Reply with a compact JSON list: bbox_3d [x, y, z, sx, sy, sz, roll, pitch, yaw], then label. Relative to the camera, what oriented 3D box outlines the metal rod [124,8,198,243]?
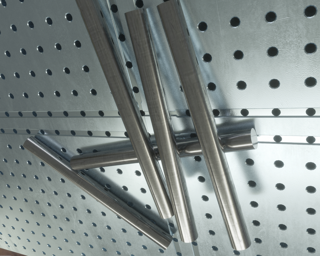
[{"bbox_3d":[0.006,0.009,0.384,0.025,0.025,0.298,-5,108,30],"label":"metal rod"}]

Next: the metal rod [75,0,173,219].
[{"bbox_3d":[-0.038,-0.018,0.395,0.025,0.025,0.298,-11,106,32],"label":"metal rod"}]

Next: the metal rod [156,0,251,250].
[{"bbox_3d":[0.055,0.007,0.356,0.025,0.025,0.298,-11,104,32],"label":"metal rod"}]

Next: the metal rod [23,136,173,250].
[{"bbox_3d":[-0.108,0.109,0.533,0.301,0.025,0.025,35,129,4],"label":"metal rod"}]

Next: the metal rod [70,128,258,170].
[{"bbox_3d":[-0.015,0.035,0.439,0.300,0.025,0.025,-10,113,32],"label":"metal rod"}]
